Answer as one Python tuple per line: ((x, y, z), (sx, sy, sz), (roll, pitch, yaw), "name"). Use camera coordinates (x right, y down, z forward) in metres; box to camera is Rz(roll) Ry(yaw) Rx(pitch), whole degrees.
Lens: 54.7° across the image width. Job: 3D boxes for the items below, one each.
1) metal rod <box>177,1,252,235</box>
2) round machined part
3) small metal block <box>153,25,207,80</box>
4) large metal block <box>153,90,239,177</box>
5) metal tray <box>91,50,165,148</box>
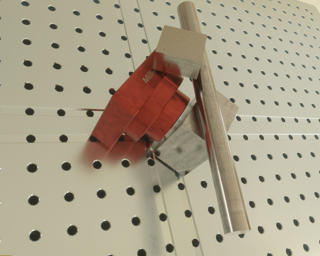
((0.054, -0.034, 0.357), (0.025, 0.025, 0.299), (7, 59, -25), "metal rod")
((0.000, -0.022, 0.381), (0.042, 0.097, 0.098), (37, 51, -5), "round machined part")
((0.023, -0.086, 0.349), (0.050, 0.025, 0.050), (14, 52, 2), "small metal block")
((0.045, 0.004, 0.393), (0.050, 0.080, 0.080), (37, 51, -4), "large metal block")
((-0.025, -0.044, 0.381), (0.030, 0.090, 0.130), (37, 51, -4), "metal tray")
